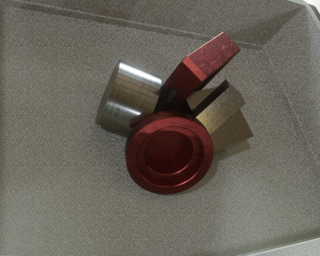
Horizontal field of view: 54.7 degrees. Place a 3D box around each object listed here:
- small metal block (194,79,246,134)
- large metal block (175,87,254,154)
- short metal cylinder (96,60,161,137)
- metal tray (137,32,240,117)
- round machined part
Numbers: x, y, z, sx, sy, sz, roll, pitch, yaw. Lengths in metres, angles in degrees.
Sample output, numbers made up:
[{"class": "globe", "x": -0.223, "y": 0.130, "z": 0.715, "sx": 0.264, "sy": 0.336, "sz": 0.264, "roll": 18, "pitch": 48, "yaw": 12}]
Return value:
[{"class": "small metal block", "x": 0.067, "y": -0.026, "z": 0.354, "sx": 0.025, "sy": 0.050, "sz": 0.050, "roll": 44, "pitch": 19, "yaw": -7}, {"class": "large metal block", "x": 0.066, "y": -0.006, "z": 0.419, "sx": 0.081, "sy": 0.050, "sz": 0.080, "roll": -15, "pitch": 74, "yaw": -34}, {"class": "short metal cylinder", "x": -0.039, "y": -0.034, "z": 0.369, "sx": 0.050, "sy": 0.080, "sz": 0.080, "roll": 21, "pitch": 54, "yaw": -17}, {"class": "metal tray", "x": 0.032, "y": -0.053, "z": 0.387, "sx": 0.030, "sy": 0.129, "sz": 0.091, "roll": 47, "pitch": 51, "yaw": 3}, {"class": "round machined part", "x": 0.009, "y": 0.025, "z": 0.360, "sx": 0.099, "sy": 0.097, "sz": 0.042, "roll": 19, "pitch": 19, "yaw": -18}]
